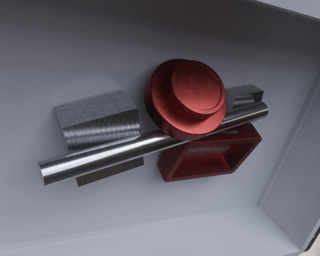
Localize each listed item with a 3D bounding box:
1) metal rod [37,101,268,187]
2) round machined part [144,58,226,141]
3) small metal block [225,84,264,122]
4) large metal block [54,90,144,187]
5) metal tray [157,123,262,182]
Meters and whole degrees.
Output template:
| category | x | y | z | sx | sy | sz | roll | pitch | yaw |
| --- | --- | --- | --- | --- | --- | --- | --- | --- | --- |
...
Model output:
| category | x | y | z | sx | sy | sz | roll | pitch | yaw |
| --- | --- | --- | --- | --- | --- | --- | --- | --- | --- |
| metal rod | 0.015 | 0.009 | 0.364 | 0.303 | 0.025 | 0.025 | -15 | 125 | -29 |
| round machined part | 0.035 | -0.038 | 0.354 | 0.099 | 0.098 | 0.042 | -5 | 161 | -27 |
| small metal block | 0.119 | -0.033 | 0.453 | 0.050 | 0.025 | 0.050 | -11 | 123 | -23 |
| large metal block | -0.069 | 0.011 | 0.360 | 0.081 | 0.050 | 0.079 | -17 | 125 | -19 |
| metal tray | 0.071 | 0.035 | 0.448 | 0.131 | 0.030 | 0.089 | -2 | 139 | -29 |
